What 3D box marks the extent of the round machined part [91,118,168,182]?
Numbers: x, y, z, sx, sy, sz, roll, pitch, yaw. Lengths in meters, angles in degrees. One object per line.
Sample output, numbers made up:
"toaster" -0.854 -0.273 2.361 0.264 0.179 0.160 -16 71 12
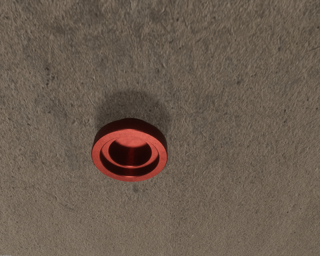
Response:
"round machined part" -0.039 0.025 0.417 0.099 0.042 0.097 -1 130 0
